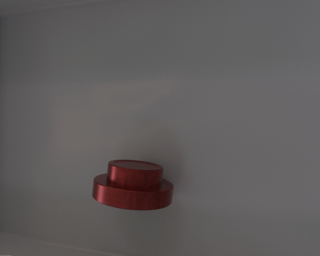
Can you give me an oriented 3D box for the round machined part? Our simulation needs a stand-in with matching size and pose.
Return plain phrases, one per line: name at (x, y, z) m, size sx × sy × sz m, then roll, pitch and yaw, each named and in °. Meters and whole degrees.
round machined part at (-0.032, 0.065, 0.383) m, size 0.098 × 0.098 × 0.042 m, roll 7°, pitch 93°, yaw 20°
